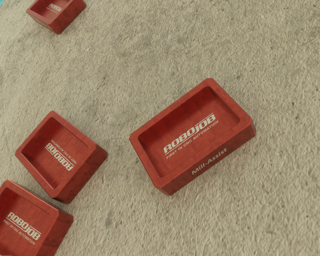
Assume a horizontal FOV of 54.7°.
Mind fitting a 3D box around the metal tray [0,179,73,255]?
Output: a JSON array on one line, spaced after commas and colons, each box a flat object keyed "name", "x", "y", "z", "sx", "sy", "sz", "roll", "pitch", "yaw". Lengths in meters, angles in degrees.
[{"name": "metal tray", "x": -0.188, "y": 0.133, "z": 0.417, "sx": 0.130, "sy": 0.030, "sz": 0.090, "roll": 16, "pitch": 70, "yaw": 34}]

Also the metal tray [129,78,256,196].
[{"name": "metal tray", "x": 0.036, "y": 0.008, "z": 0.376, "sx": 0.130, "sy": 0.030, "sz": 0.090, "roll": -36, "pitch": 51, "yaw": 4}]

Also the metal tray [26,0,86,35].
[{"name": "metal tray", "x": -0.231, "y": -0.264, "z": 0.684, "sx": 0.130, "sy": 0.030, "sz": 0.090, "roll": 35, "pitch": 81, "yaw": 38}]

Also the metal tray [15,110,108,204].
[{"name": "metal tray", "x": -0.148, "y": 0.038, "z": 0.454, "sx": 0.130, "sy": 0.030, "sz": 0.090, "roll": 31, "pitch": 79, "yaw": 37}]
